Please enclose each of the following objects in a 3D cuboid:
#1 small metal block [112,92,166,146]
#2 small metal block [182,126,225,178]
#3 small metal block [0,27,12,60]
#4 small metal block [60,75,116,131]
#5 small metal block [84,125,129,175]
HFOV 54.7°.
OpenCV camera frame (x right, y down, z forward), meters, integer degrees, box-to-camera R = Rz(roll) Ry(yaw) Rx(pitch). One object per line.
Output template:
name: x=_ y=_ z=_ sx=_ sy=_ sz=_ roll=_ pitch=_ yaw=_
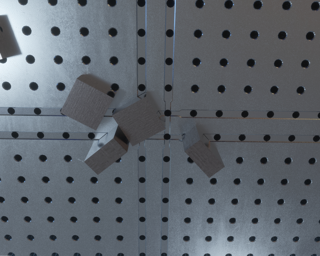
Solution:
small metal block: x=-0.027 y=-0.012 z=0.409 sx=0.050 sy=0.025 sz=0.050 roll=-28 pitch=108 yaw=9
small metal block: x=0.056 y=0.031 z=0.412 sx=0.025 sy=0.050 sz=0.050 roll=-39 pitch=106 yaw=13
small metal block: x=-0.217 y=-0.104 z=0.372 sx=0.050 sy=0.025 sz=0.050 roll=-12 pitch=110 yaw=4
small metal block: x=-0.092 y=-0.033 z=0.400 sx=0.050 sy=0.025 sz=0.050 roll=28 pitch=107 yaw=-10
small metal block: x=-0.068 y=0.027 z=0.409 sx=0.050 sy=0.050 sz=0.025 roll=-38 pitch=106 yaw=12
